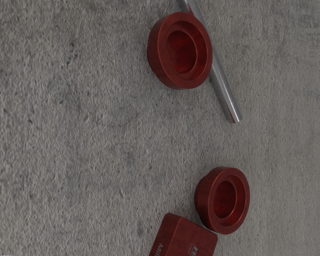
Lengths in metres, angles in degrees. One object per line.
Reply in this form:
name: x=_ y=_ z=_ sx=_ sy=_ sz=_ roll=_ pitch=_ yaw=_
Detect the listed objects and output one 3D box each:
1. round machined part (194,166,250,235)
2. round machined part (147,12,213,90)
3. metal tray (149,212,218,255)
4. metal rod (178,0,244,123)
round machined part: x=0.090 y=0.106 z=0.469 sx=0.099 sy=0.042 sz=0.097 roll=0 pitch=90 yaw=-40
round machined part: x=0.022 y=-0.099 z=0.412 sx=0.099 sy=0.042 sz=0.097 roll=0 pitch=90 yaw=-40
metal tray: x=0.023 y=0.193 z=0.421 sx=0.090 sy=0.030 sz=0.130 roll=37 pitch=68 yaw=-34
metal rod: x=0.061 y=-0.138 z=0.455 sx=0.025 sy=0.025 sz=0.299 roll=-41 pitch=115 yaw=-32
